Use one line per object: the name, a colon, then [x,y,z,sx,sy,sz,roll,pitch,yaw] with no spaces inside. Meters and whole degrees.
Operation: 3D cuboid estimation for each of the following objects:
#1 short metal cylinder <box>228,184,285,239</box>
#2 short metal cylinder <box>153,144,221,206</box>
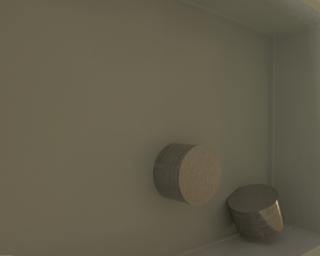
short metal cylinder: [0.157,0.134,0.506,0.081,0.080,0.050,-31,110,-36]
short metal cylinder: [0.038,0.062,0.424,0.081,0.050,0.079,0,90,-40]
